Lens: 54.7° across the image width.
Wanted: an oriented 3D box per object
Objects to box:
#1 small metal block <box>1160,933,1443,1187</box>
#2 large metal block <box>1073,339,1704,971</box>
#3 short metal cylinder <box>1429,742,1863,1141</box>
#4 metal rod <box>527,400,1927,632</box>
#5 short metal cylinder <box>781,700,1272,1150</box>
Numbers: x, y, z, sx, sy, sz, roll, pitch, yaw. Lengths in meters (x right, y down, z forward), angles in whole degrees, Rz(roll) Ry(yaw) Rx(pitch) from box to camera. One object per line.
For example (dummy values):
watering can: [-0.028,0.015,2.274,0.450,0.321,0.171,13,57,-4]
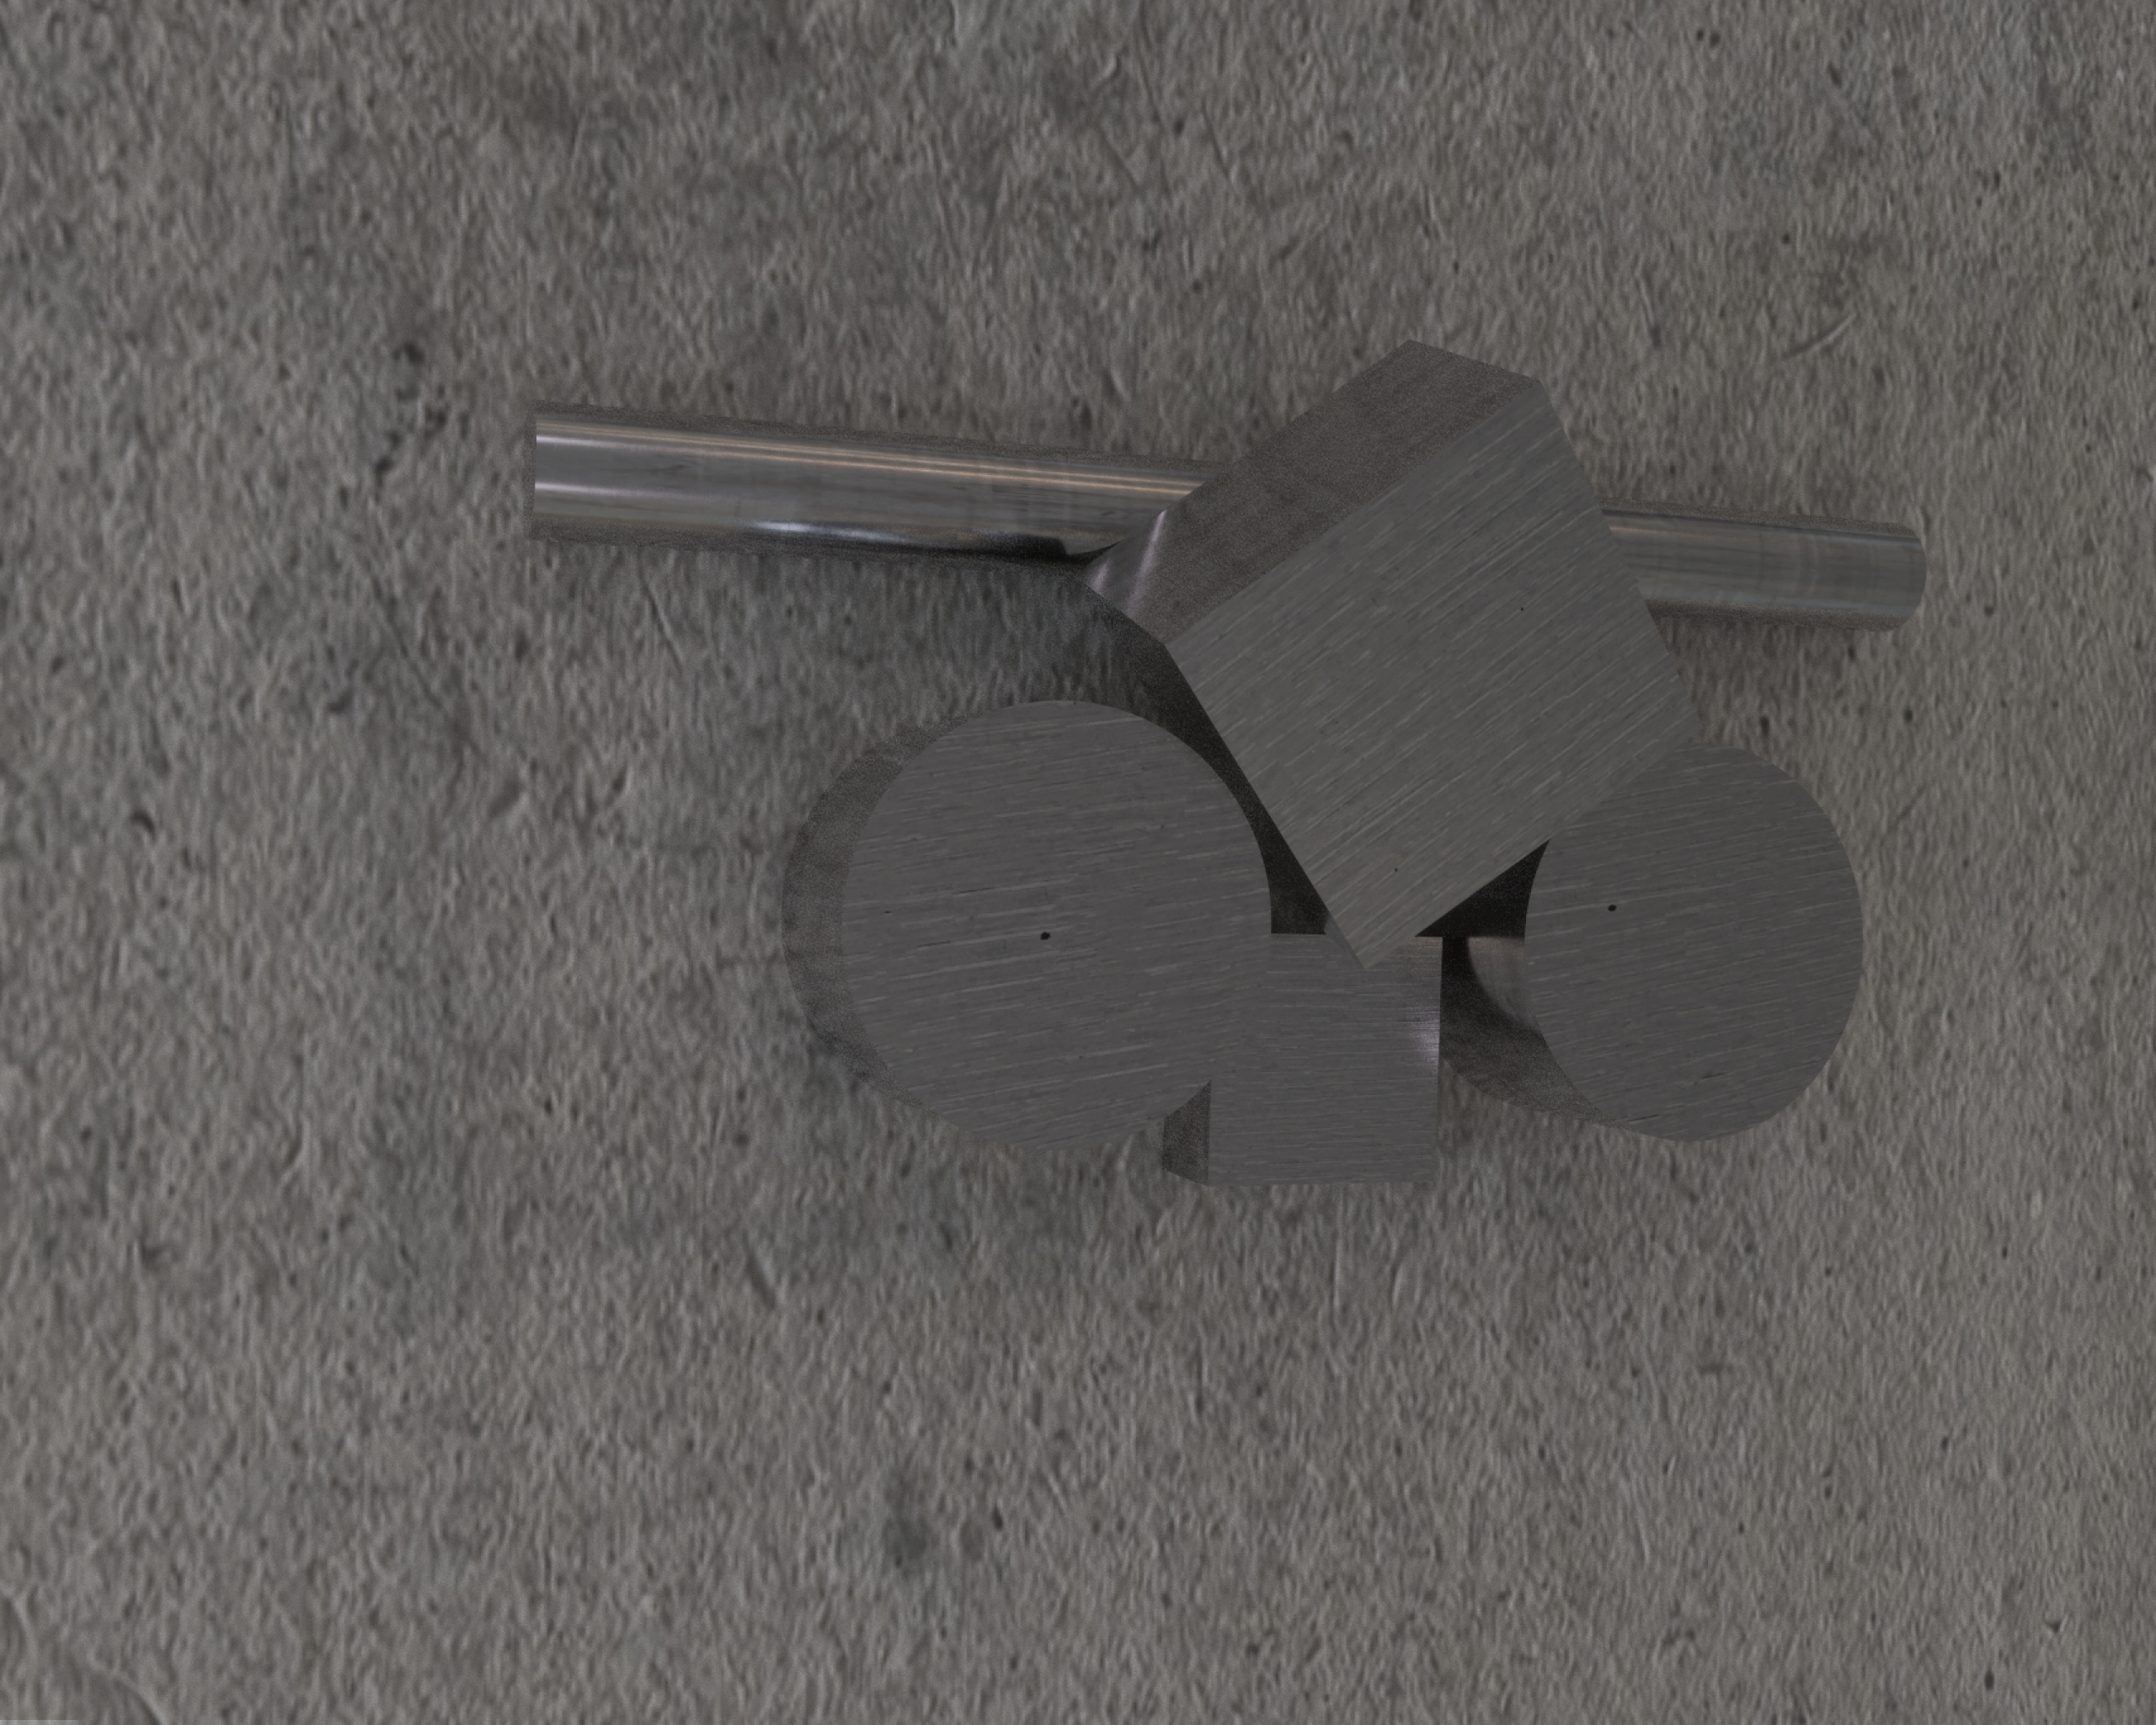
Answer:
small metal block: [0.046,0.039,0.428,0.050,0.025,0.050,2,89,-20]
large metal block: [0.060,-0.041,0.400,0.080,0.050,0.080,-36,119,-3]
short metal cylinder: [0.115,0.016,0.439,0.081,0.050,0.079,0,90,-20]
metal rod: [0.044,-0.068,0.426,0.302,0.025,0.025,1,90,-20]
short metal cylinder: [-0.011,0.011,0.392,0.081,0.050,0.079,0,90,-20]
